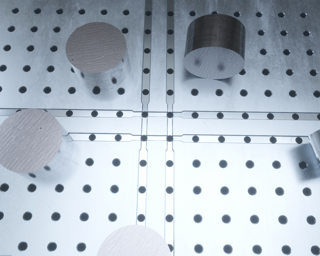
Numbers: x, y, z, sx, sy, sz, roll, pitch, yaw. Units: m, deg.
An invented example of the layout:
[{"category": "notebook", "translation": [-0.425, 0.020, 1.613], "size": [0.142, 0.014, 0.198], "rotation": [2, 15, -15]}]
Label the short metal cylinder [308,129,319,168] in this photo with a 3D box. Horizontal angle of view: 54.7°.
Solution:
[{"category": "short metal cylinder", "translation": [0.231, 0.022, 0.376], "size": [0.081, 0.080, 0.050], "rotation": [-12, 71, -4]}]

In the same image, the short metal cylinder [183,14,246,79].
[{"category": "short metal cylinder", "translation": [0.075, -0.108, 0.422], "size": [0.080, 0.080, 0.050], "rotation": [7, 70, 2]}]

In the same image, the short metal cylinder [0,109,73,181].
[{"category": "short metal cylinder", "translation": [-0.156, 0.022, 0.389], "size": [0.081, 0.050, 0.080], "rotation": [0, 70, 0]}]

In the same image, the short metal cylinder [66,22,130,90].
[{"category": "short metal cylinder", "translation": [-0.085, -0.100, 0.434], "size": [0.081, 0.050, 0.080], "rotation": [0, 70, 0]}]

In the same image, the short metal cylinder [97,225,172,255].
[{"category": "short metal cylinder", "translation": [-0.027, 0.150, 0.343], "size": [0.081, 0.050, 0.080], "rotation": [0, 70, 0]}]
